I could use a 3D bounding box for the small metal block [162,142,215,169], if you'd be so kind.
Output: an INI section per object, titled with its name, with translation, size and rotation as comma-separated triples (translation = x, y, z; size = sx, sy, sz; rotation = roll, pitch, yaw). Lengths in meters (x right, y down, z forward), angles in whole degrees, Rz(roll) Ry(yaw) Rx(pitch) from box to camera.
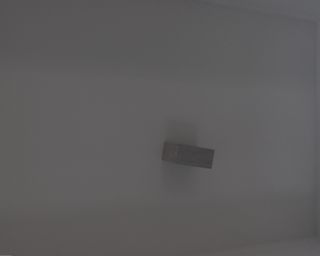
[small metal block]
translation = 0.036, 0.036, 0.410
size = 0.050, 0.050, 0.025
rotation = 11, 87, -20
